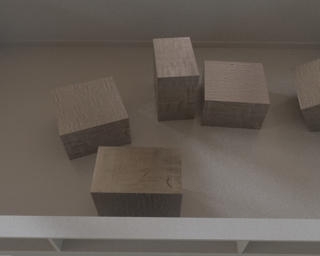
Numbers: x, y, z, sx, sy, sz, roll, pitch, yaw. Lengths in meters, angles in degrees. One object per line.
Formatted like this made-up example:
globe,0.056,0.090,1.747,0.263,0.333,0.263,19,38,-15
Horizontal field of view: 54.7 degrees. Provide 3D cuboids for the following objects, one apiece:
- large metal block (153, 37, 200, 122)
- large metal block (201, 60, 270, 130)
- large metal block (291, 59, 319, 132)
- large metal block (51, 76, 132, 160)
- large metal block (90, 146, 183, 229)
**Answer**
large metal block,0.019,-0.066,0.425,0.050,0.080,0.080,-4,50,-3
large metal block,0.099,-0.047,0.429,0.080,0.050,0.080,4,50,3
large metal block,0.228,-0.050,0.409,0.080,0.050,0.080,-18,44,28
large metal block,-0.088,-0.015,0.400,0.081,0.050,0.080,-15,52,-13
large metal block,-0.020,0.063,0.316,0.080,0.080,0.050,1,50,1
